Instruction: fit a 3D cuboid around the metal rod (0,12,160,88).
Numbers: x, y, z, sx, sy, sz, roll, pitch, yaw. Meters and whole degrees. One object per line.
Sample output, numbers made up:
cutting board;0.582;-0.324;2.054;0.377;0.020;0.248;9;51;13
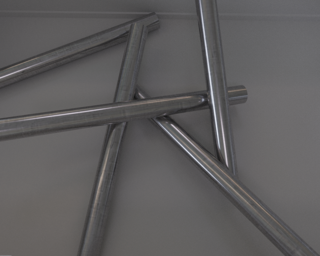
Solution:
metal rod;-0.142;-0.104;0.446;0.302;0.025;0.025;-23;72;-9

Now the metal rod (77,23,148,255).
metal rod;-0.056;0.007;0.388;0.025;0.025;0.299;10;77;3

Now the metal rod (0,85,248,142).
metal rod;-0.033;-0.021;0.372;0.302;0.025;0.025;-10;70;-16

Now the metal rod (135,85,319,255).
metal rod;0.057;0.044;0.367;0.025;0.025;0.300;-39;65;-13

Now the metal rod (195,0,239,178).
metal rod;0.066;-0.070;0.373;0.025;0.025;0.298;-8;94;-3
